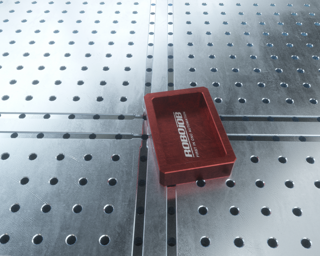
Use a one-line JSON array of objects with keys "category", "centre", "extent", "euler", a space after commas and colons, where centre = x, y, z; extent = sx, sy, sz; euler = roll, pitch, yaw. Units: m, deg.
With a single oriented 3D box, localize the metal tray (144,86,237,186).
[{"category": "metal tray", "centre": [0.033, 0.005, 0.400], "extent": [0.091, 0.030, 0.130], "euler": [-8, 50, -7]}]
